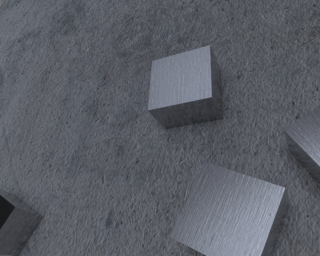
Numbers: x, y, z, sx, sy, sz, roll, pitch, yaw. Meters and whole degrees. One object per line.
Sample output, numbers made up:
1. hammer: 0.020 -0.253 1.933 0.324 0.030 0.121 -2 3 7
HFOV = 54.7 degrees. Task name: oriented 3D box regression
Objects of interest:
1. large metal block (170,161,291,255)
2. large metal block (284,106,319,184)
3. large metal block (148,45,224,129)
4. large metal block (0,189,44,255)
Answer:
1. large metal block: 0.069 0.088 0.297 0.080 0.050 0.080 16 70 34
2. large metal block: 0.177 0.017 0.284 0.080 0.050 0.080 -35 51 5
3. large metal block: 0.034 -0.051 0.401 0.080 0.050 0.080 -10 57 22
4. large metal block: -0.222 0.134 0.423 0.080 0.050 0.080 19 72 35
